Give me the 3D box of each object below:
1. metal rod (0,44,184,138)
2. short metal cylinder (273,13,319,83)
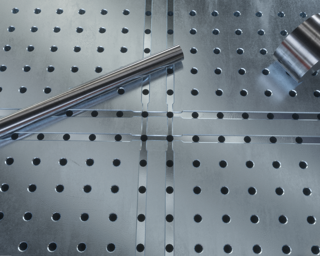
[{"bbox_3d":[-0.106,-0.048,0.428,0.302,0.025,0.025,-25,72,-9],"label":"metal rod"},{"bbox_3d":[0.204,-0.107,0.423,0.080,0.080,0.050,-34,74,-12],"label":"short metal cylinder"}]
